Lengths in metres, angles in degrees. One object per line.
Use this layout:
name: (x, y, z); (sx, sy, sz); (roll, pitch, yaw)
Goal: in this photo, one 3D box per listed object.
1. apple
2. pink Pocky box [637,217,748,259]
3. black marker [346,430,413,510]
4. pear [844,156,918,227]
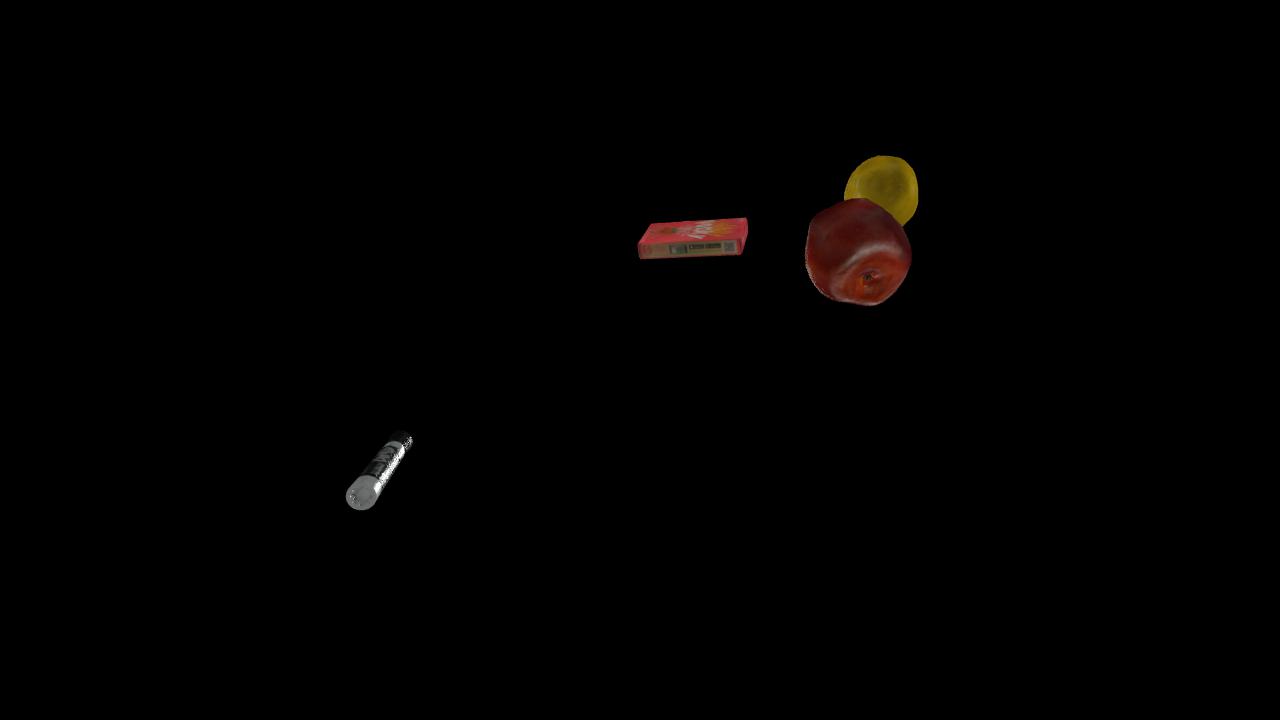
apple: (0.169, -0.086, 0.485); (0.079, 0.079, 0.093); (0, 39, -3)
pink Pocky box: (0.080, -0.182, 0.922); (0.155, 0.029, 0.084); (1, 33, 17)
black marker: (-0.188, 0.077, 0.453); (0.020, 0.020, 0.121); (0, 11, -9)
pear: (0.261, -0.171, 0.669); (0.080, 0.080, 0.111); (0, -7, 21)
